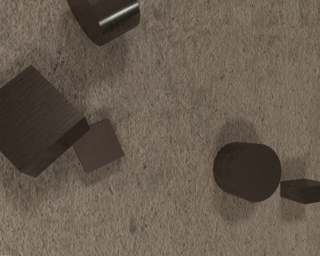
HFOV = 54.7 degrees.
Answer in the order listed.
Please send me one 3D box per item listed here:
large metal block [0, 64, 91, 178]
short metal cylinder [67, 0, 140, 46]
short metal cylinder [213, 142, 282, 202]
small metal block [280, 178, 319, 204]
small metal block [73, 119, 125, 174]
[{"bbox_3d":[-0.136,-0.006,0.332,0.080,0.050,0.080,44,75,7],"label":"large metal block"},{"bbox_3d":[-0.067,-0.142,0.355,0.050,0.080,0.080,-35,102,-17],"label":"short metal cylinder"},{"bbox_3d":[0.124,0.061,0.443,0.081,0.050,0.079,0,90,-21],"label":"short metal cylinder"},{"bbox_3d":[0.225,0.097,0.481,0.050,0.050,0.025,-3,91,-20],"label":"small metal block"},{"bbox_3d":[-0.078,0.021,0.381,0.050,0.025,0.050,-25,99,-19],"label":"small metal block"}]
